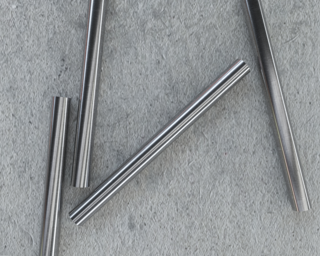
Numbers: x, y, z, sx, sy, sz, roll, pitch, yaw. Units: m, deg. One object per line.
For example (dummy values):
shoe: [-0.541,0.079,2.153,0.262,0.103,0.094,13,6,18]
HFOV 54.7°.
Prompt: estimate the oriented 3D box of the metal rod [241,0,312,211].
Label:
metal rod: [0.153,-0.038,0.411,0.025,0.025,0.298,-14,90,0]

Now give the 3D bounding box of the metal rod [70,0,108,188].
metal rod: [-0.091,-0.073,0.408,0.025,0.025,0.298,5,90,-1]

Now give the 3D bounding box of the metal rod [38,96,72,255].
metal rod: [-0.142,0.108,0.408,0.025,0.025,0.298,5,90,-1]

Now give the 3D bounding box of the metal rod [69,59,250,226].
metal rod: [0.000,0.018,0.409,0.300,0.025,0.025,-42,91,-1]
